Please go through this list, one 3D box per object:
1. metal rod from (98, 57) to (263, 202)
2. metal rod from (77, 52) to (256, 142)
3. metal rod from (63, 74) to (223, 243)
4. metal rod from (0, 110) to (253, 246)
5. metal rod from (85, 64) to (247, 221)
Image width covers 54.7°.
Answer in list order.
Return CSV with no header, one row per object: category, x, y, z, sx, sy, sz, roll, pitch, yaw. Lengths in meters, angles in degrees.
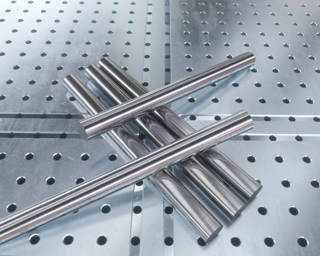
metal rod,0.009,-0.014,0.419,0.025,0.025,0.300,-33,58,-25
metal rod,0.029,-0.054,0.427,0.302,0.025,0.025,-26,55,-31
metal rod,-0.039,0.019,0.390,0.025,0.025,0.300,-32,57,-24
metal rod,-0.034,0.050,0.338,0.302,0.025,0.025,-24,54,-9
metal rod,-0.011,0.002,0.406,0.025,0.025,0.300,-32,57,-24
